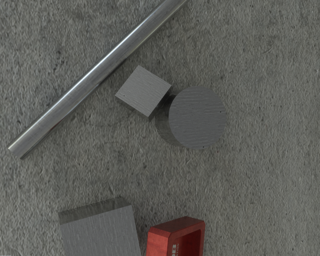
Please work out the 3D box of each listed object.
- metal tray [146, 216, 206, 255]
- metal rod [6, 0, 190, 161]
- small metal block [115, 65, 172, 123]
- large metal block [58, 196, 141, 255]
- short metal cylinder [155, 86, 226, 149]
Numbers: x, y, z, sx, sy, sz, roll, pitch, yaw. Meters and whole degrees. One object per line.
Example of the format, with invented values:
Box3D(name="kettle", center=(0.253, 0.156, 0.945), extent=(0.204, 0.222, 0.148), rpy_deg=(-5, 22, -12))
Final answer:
Box3D(name="metal tray", center=(0.018, 0.185, 0.390), extent=(0.091, 0.030, 0.129), rpy_deg=(8, 87, -54))
Box3D(name="metal rod", center=(-0.064, -0.079, 0.385), extent=(0.025, 0.025, 0.301), rpy_deg=(46, 75, -15))
Box3D(name="small metal block", center=(-0.020, -0.043, 0.392), extent=(0.050, 0.025, 0.050), rpy_deg=(33, 78, 10))
Box3D(name="large metal block", center=(-0.072, 0.135, 0.370), extent=(0.081, 0.050, 0.079), rpy_deg=(-12, 94, -20))
Box3D(name="short metal cylinder", center=(0.039, -0.013, 0.411), extent=(0.081, 0.050, 0.079), rpy_deg=(0, 90, -21))
